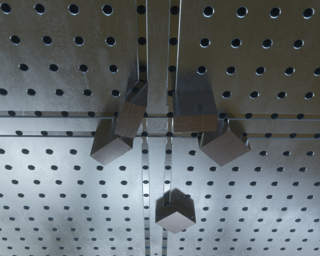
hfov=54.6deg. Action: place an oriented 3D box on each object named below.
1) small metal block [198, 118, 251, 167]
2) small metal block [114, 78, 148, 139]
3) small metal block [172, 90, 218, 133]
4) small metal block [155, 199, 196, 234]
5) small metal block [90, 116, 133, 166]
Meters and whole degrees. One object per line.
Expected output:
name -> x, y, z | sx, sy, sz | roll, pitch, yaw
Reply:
small metal block -> 0.089, 0.021, 0.430 | 0.050, 0.025, 0.050 | -36, 122, 26
small metal block -> -0.034, -0.024, 0.374 | 0.025, 0.050, 0.050 | 15, 129, -12
small metal block -> 0.041, -0.021, 0.377 | 0.050, 0.050, 0.025 | -2, 130, 1
small metal block -> 0.027, 0.157, 0.545 | 0.050, 0.025, 0.050 | -36, 122, 26
small metal block -> -0.061, 0.014, 0.407 | 0.050, 0.050, 0.025 | -32, 123, 24
